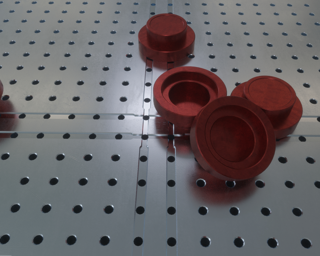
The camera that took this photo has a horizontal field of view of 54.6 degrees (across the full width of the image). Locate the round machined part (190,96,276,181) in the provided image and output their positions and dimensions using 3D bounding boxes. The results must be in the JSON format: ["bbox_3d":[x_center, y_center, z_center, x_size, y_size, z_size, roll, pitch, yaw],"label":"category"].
[{"bbox_3d":[0.082,0.015,0.369,0.099,0.042,0.098,4,73,-12],"label":"round machined part"}]

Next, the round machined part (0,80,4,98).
[{"bbox_3d":[-0.270,-0.043,0.432,0.099,0.042,0.098,0,50,0],"label":"round machined part"}]

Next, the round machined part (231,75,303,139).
[{"bbox_3d":[0.146,-0.035,0.427,0.099,0.042,0.098,0,50,0],"label":"round machined part"}]

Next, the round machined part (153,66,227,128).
[{"bbox_3d":[0.040,-0.038,0.429,0.099,0.042,0.098,0,50,0],"label":"round machined part"}]

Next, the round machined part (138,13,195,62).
[{"bbox_3d":[0.011,-0.161,0.532,0.099,0.042,0.098,0,50,0],"label":"round machined part"}]
